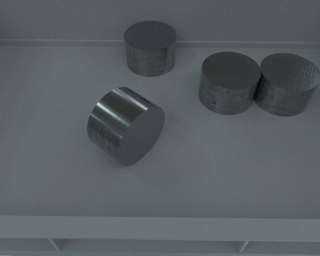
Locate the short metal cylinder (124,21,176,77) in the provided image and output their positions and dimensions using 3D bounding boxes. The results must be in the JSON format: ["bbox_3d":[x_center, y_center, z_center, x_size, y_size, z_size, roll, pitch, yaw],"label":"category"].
[{"bbox_3d":[-0.015,-0.127,0.495,0.080,0.050,0.080,0,50,0],"label":"short metal cylinder"}]

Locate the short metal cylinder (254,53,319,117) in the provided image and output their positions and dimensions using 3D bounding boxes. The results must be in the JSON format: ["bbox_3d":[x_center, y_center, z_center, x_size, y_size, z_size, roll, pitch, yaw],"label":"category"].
[{"bbox_3d":[0.178,-0.062,0.442,0.081,0.050,0.080,0,50,0],"label":"short metal cylinder"}]

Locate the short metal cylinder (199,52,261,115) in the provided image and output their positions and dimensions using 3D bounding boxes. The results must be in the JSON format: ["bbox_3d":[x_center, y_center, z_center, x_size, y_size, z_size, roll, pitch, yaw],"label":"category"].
[{"bbox_3d":[0.098,-0.065,0.444,0.080,0.050,0.080,0,50,0],"label":"short metal cylinder"}]

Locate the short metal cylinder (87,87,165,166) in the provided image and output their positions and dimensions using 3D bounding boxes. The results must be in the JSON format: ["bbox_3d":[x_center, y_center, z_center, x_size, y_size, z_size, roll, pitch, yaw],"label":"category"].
[{"bbox_3d":[-0.039,-0.002,0.371,0.050,0.080,0.080,33,58,25],"label":"short metal cylinder"}]
